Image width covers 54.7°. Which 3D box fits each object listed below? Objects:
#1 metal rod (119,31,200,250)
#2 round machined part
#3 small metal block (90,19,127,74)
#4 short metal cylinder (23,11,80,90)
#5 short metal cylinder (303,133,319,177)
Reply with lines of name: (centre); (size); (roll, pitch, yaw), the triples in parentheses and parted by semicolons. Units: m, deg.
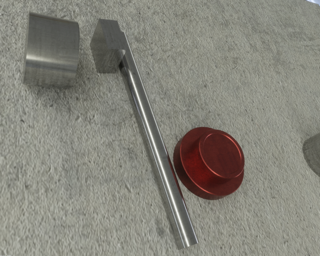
metal rod: (-0.015, -0.001, 0.396); (0.025, 0.025, 0.299); (-6, 65, -31)
round machined part: (0.071, 0.041, 0.406); (0.099, 0.042, 0.098); (14, 56, -21)
small metal block: (-0.071, -0.109, 0.416); (0.025, 0.050, 0.050); (-5, 64, -30)
short metal cylinder: (-0.126, -0.086, 0.353); (0.050, 0.080, 0.080); (4, 60, -26)
short metal cylinder: (0.290, 0.042, 0.518); (0.081, 0.050, 0.080); (14, 56, -21)
